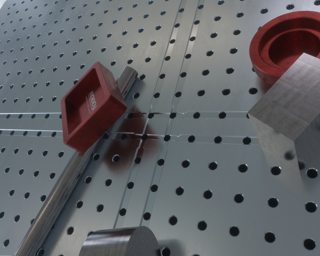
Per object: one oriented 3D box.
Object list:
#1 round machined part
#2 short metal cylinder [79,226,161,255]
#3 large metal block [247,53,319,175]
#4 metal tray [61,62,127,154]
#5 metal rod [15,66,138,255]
[{"bbox_3d":[0.160,-0.087,0.367,0.098,0.042,0.098,-13,56,21],"label":"round machined part"},{"bbox_3d":[-0.037,0.141,0.306,0.050,0.080,0.080,-12,57,21],"label":"short metal cylinder"},{"bbox_3d":[0.141,-0.012,0.306,0.080,0.080,0.050,-46,51,-4],"label":"large metal block"},{"bbox_3d":[-0.101,-0.034,0.448,0.090,0.030,0.130,-44,35,10],"label":"metal tray"},{"bbox_3d":[-0.110,0.038,0.442,0.025,0.025,0.300,15,69,34],"label":"metal rod"}]
